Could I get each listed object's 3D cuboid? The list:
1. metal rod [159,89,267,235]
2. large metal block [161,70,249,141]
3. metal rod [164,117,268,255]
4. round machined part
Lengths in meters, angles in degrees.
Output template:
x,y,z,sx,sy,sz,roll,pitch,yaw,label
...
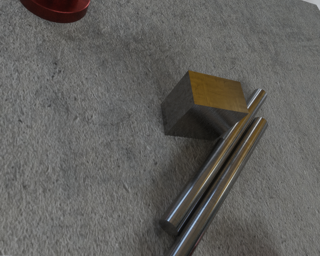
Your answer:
x,y,z,sx,sy,sz,roll,pitch,yaw,label
0.091,0.027,0.438,0.025,0.025,0.301,43,51,1,metal rod
0.057,-0.026,0.417,0.081,0.080,0.050,8,59,-25,large metal block
0.079,0.076,0.401,0.025,0.025,0.302,44,51,1,metal rod
-0.147,-0.200,0.436,0.099,0.042,0.098,14,56,-21,round machined part
